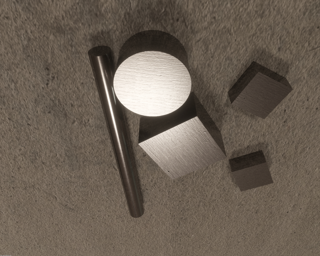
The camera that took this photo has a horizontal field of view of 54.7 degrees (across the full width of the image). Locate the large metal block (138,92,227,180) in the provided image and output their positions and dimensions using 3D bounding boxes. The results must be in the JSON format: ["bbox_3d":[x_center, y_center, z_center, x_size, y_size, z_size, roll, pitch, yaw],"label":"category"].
[{"bbox_3d":[0.029,0.012,0.402,0.080,0.050,0.080,-26,126,20],"label":"large metal block"}]

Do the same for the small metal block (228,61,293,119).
[{"bbox_3d":[0.119,-0.044,0.371,0.050,0.025,0.050,22,127,-18],"label":"small metal block"}]

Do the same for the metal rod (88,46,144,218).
[{"bbox_3d":[-0.052,0.030,0.431,0.025,0.025,0.298,-4,130,3],"label":"metal rod"}]

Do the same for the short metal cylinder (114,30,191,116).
[{"bbox_3d":[-0.008,-0.059,0.340,0.081,0.050,0.079,0,130,0],"label":"short metal cylinder"}]

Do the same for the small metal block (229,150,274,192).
[{"bbox_3d":[0.137,0.065,0.465,0.050,0.025,0.050,-19,128,15],"label":"small metal block"}]
